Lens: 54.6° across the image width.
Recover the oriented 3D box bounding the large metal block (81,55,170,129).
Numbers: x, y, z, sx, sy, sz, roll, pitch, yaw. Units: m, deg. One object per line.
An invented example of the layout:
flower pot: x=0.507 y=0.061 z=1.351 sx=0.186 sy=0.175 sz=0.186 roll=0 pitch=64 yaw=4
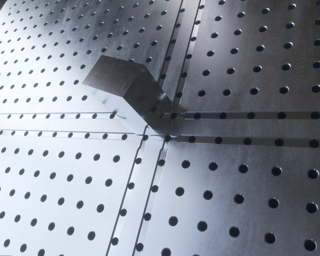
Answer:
large metal block: x=-0.045 y=-0.050 z=0.428 sx=0.080 sy=0.080 sz=0.050 roll=21 pitch=73 yaw=36
